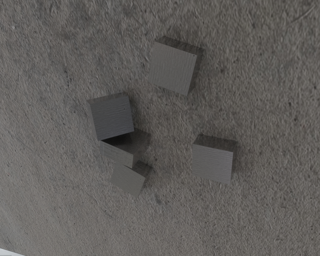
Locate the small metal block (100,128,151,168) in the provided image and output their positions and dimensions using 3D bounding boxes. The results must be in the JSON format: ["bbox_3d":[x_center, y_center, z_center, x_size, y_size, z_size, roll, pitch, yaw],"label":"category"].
[{"bbox_3d":[-0.048,0.022,0.429,0.050,0.050,0.025,22,129,15],"label":"small metal block"}]

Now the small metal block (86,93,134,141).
[{"bbox_3d":[-0.065,-0.016,0.409,0.025,0.050,0.050,-146,44,-60],"label":"small metal block"}]

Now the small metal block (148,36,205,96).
[{"bbox_3d":[0.018,-0.071,0.354,0.050,0.025,0.050,22,127,14],"label":"small metal block"}]

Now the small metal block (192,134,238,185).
[{"bbox_3d":[0.069,0.039,0.395,0.050,0.025,0.050,11,123,22],"label":"small metal block"}]

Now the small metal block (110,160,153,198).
[{"bbox_3d":[-0.044,0.072,0.475,0.050,0.025,0.050,29,128,9],"label":"small metal block"}]
